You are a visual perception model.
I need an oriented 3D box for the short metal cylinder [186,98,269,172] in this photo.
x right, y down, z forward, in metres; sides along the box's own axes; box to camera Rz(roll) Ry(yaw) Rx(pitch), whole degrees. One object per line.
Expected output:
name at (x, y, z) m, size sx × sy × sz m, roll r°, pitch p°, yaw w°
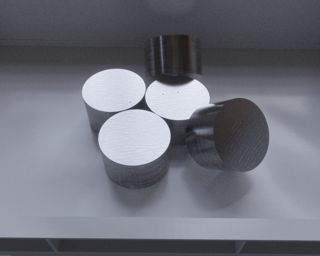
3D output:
short metal cylinder at (0.077, 0.009, 0.354) m, size 0.081 × 0.050 × 0.080 m, roll 3°, pitch 85°, yaw -29°

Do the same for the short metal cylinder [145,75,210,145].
short metal cylinder at (0.022, -0.024, 0.407) m, size 0.081 × 0.050 × 0.080 m, roll 0°, pitch 50°, yaw 0°

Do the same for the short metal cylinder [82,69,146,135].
short metal cylinder at (-0.059, -0.034, 0.414) m, size 0.081 × 0.050 × 0.080 m, roll 0°, pitch 50°, yaw 0°

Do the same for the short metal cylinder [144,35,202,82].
short metal cylinder at (0.019, -0.095, 0.438) m, size 0.081 × 0.080 × 0.050 m, roll -2°, pitch 89°, yaw -2°

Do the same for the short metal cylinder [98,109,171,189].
short metal cylinder at (-0.028, 0.024, 0.366) m, size 0.081 × 0.050 × 0.080 m, roll 0°, pitch 50°, yaw 0°
